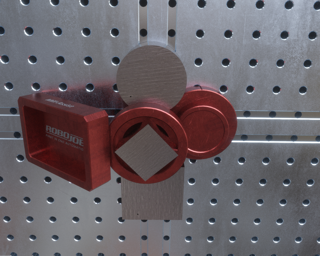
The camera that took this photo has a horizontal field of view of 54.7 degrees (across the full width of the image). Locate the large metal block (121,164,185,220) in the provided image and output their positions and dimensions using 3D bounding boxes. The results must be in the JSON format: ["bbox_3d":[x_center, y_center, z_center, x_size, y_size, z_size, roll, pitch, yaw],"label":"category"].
[{"bbox_3d":[-0.010,0.077,0.425,0.081,0.050,0.079,1,110,-1],"label":"large metal block"}]

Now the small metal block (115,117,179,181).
[{"bbox_3d":[-0.015,0.024,0.356,0.050,0.025,0.050,-40,106,13],"label":"small metal block"}]

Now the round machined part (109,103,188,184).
[{"bbox_3d":[-0.017,0.016,0.379,0.099,0.042,0.097,0,110,0],"label":"round machined part"}]

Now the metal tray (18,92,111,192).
[{"bbox_3d":[-0.118,0.013,0.376,0.130,0.030,0.089,15,115,34],"label":"metal tray"}]

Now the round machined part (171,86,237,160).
[{"bbox_3d":[0.052,-0.002,0.402,0.099,0.042,0.097,0,110,0],"label":"round machined part"}]

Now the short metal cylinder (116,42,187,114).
[{"bbox_3d":[-0.010,-0.062,0.376,0.081,0.050,0.079,0,110,0],"label":"short metal cylinder"}]
